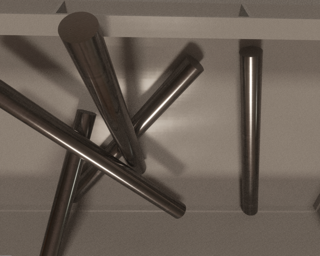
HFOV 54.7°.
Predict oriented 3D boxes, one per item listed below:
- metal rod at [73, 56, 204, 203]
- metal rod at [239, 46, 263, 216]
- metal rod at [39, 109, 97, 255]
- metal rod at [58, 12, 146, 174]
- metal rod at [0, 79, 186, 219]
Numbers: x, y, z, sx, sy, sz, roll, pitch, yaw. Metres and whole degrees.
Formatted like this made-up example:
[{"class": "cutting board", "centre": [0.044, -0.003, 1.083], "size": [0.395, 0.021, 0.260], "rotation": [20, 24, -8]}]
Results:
[{"class": "metal rod", "centre": [-0.050, 0.019, 0.424], "size": [0.025, 0.025, 0.299], "rotation": [30, 124, -23]}, {"class": "metal rod", "centre": [0.127, 0.028, 0.434], "size": [0.025, 0.025, 0.298], "rotation": [-8, 130, 6]}, {"class": "metal rod", "centre": [-0.136, 0.120, 0.418], "size": [0.025, 0.025, 0.298], "rotation": [15, 100, -13]}, {"class": "metal rod", "centre": [-0.041, -0.001, 0.325], "size": [0.025, 0.025, 0.299], "rotation": [-3, 156, 2]}, {"class": "metal rod", "centre": [-0.072, 0.042, 0.394], "size": [0.025, 0.025, 0.301], "rotation": [-35, 123, 26]}]
